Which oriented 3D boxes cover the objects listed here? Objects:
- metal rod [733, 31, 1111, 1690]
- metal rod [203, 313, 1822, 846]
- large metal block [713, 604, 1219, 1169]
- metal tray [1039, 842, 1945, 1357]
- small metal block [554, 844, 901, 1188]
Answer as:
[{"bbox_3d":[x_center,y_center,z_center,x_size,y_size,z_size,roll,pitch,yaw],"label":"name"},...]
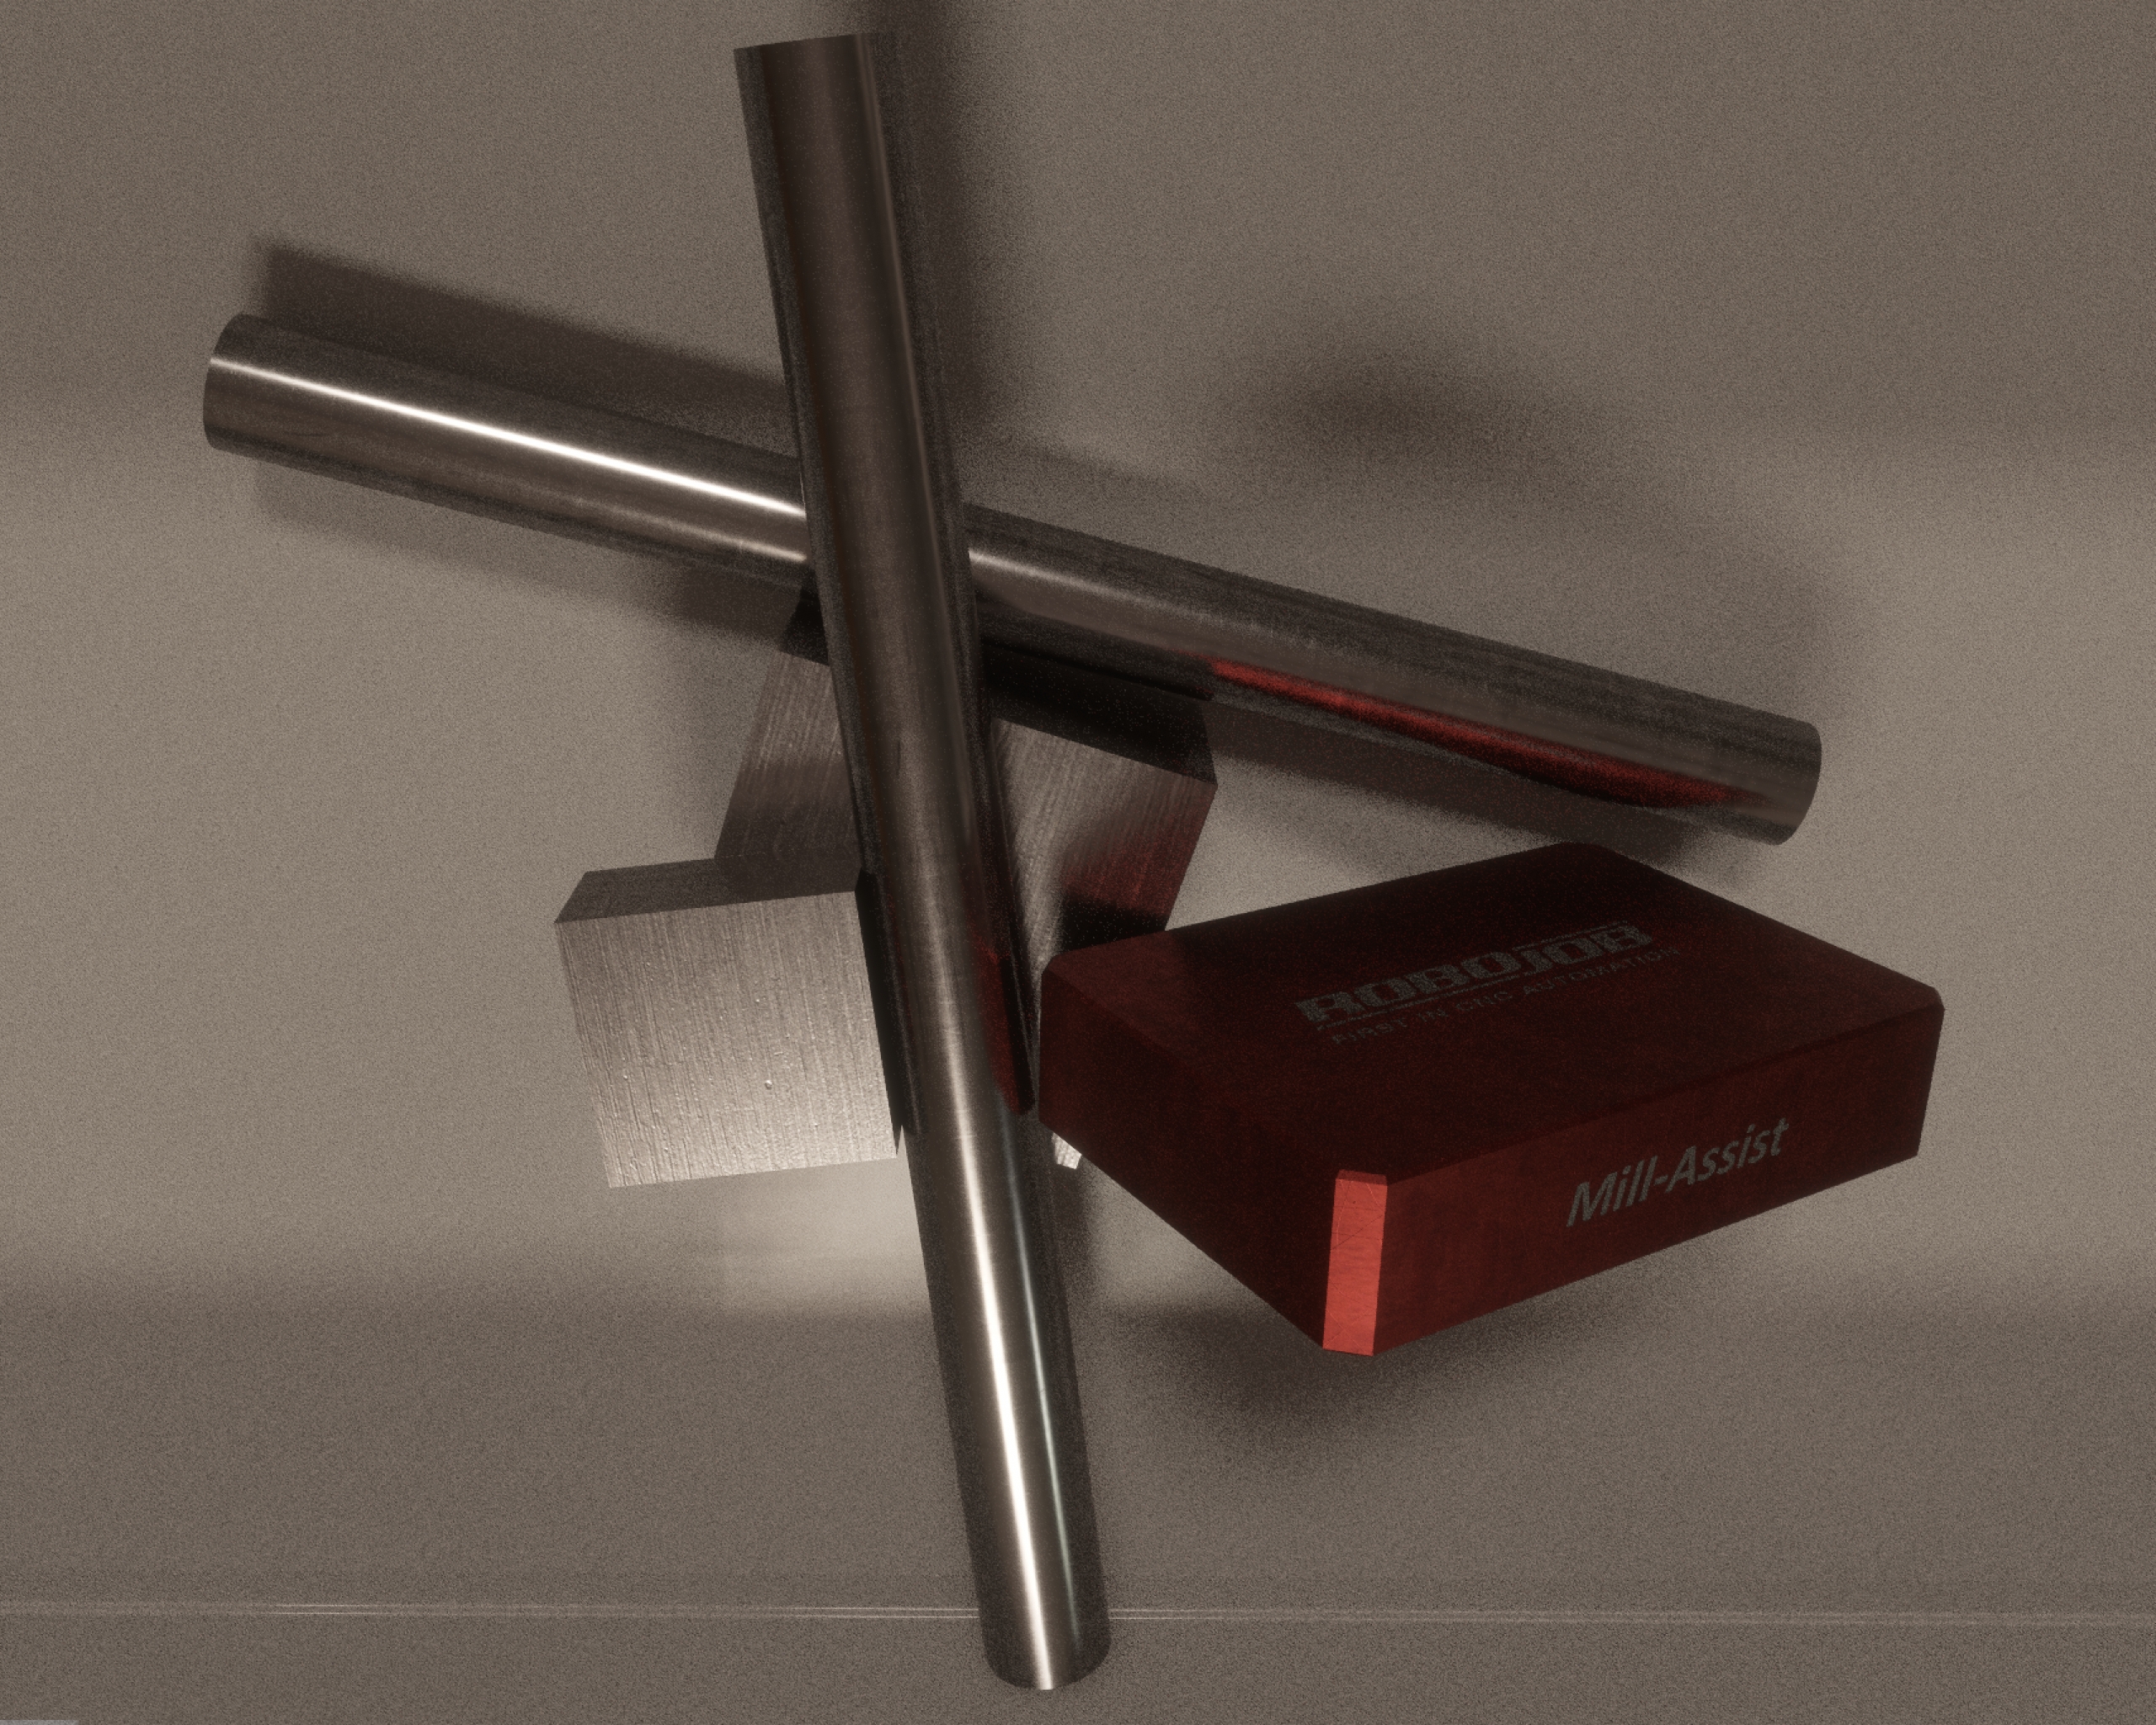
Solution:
[{"bbox_3d":[-0.022,0.016,0.362,0.025,0.025,0.298,-6,110,2],"label":"metal rod"},{"bbox_3d":[-0.007,-0.051,0.392,0.302,0.025,0.025,14,110,-6],"label":"metal rod"},{"bbox_3d":[-0.026,0.002,0.397,0.080,0.050,0.079,17,109,-7],"label":"large metal block"},{"bbox_3d":[0.070,0.034,0.360,0.131,0.090,0.030,-11,114,-30],"label":"metal tray"},{"bbox_3d":[-0.059,0.026,0.365,0.050,0.025,0.050,-6,110,1],"label":"small metal block"}]
